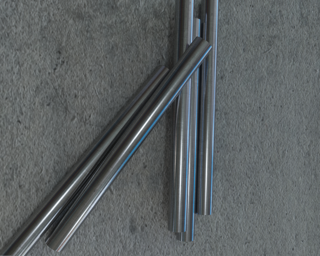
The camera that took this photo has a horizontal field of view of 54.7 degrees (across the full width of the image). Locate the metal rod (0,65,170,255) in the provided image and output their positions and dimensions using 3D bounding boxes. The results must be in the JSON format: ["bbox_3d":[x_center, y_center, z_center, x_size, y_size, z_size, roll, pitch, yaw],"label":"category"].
[{"bbox_3d":[-0.083,0.039,0.379,0.025,0.025,0.300,42,76,-16],"label":"metal rod"}]

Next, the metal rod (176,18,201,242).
[{"bbox_3d":[0.039,0.002,0.424,0.025,0.025,0.298,2,89,-20],"label":"metal rod"}]

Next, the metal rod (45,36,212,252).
[{"bbox_3d":[-0.035,0.017,0.371,0.025,0.025,0.300,37,87,-17],"label":"metal rod"}]

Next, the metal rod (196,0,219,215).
[{"bbox_3d":[0.066,-0.031,0.434,0.025,0.025,0.298,2,89,-20],"label":"metal rod"}]

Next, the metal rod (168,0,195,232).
[{"bbox_3d":[0.027,-0.018,0.402,0.025,0.025,0.298,2,89,-20],"label":"metal rod"}]
